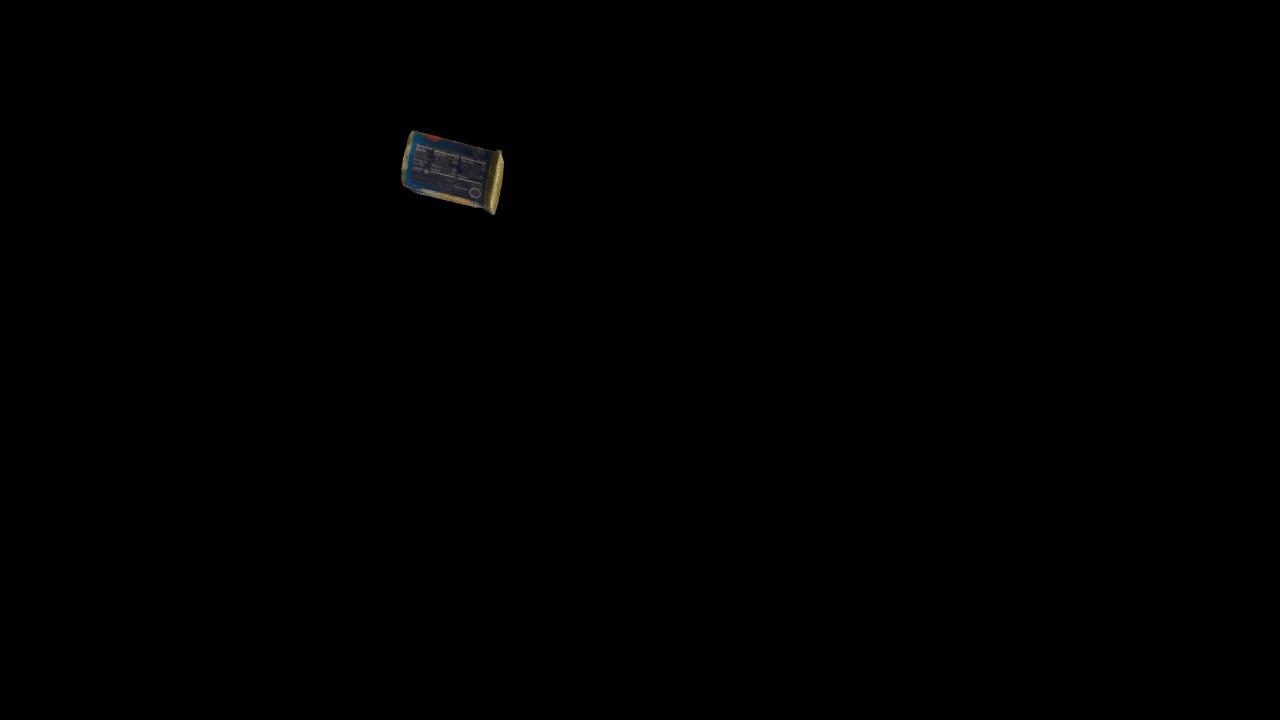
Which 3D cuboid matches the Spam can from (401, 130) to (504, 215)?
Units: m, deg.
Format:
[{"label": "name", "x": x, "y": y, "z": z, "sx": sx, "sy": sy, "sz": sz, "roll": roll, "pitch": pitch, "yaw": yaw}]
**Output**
[{"label": "Spam can", "x": -0.185, "y": -0.187, "z": 0.620, "sx": 0.085, "sy": 0.058, "sz": 0.101, "roll": 11, "pitch": 6, "yaw": -12}]
